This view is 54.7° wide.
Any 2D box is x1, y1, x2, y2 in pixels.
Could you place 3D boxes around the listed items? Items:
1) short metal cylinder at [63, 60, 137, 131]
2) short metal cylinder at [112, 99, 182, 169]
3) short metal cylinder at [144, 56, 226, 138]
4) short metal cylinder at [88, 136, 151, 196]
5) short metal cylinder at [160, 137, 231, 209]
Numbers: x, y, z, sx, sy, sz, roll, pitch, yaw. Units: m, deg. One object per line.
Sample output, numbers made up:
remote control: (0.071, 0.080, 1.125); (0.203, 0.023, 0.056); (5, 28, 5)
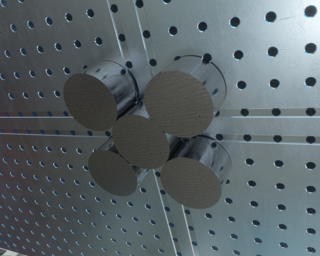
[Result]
short metal cylinder: (-0.078, -0.042, 0.407); (0.080, 0.050, 0.079); (13, 124, 20)
short metal cylinder: (-0.015, 0.007, 0.405); (0.080, 0.050, 0.079); (13, 124, 20)
short metal cylinder: (0.029, -0.036, 0.354); (0.080, 0.050, 0.079); (13, 124, 20)
short metal cylinder: (-0.057, 0.053, 0.455); (0.080, 0.050, 0.079); (13, 124, 20)
short metal cylinder: (0.047, 0.058, 0.404); (0.080, 0.050, 0.079); (13, 124, 20)
